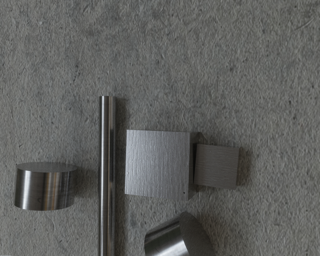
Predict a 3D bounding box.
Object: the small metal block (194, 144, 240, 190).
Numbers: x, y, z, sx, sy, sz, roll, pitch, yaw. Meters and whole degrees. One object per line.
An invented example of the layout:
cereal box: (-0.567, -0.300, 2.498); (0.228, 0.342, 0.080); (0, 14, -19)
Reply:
small metal block: (0.071, 0.046, 0.383); (0.050, 0.025, 0.050); (5, 92, 19)

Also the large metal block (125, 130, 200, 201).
large metal block: (0.004, 0.043, 0.394); (0.080, 0.050, 0.079); (2, 91, 19)

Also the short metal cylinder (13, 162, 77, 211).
short metal cylinder: (-0.160, 0.079, 0.434); (0.080, 0.080, 0.050); (6, 92, 19)

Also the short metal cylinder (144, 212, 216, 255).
short metal cylinder: (0.026, 0.148, 0.370); (0.050, 0.080, 0.080); (-33, 80, 17)

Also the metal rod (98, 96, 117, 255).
metal rod: (-0.074, 0.105, 0.433); (0.025, 0.025, 0.298); (1, 90, 19)
